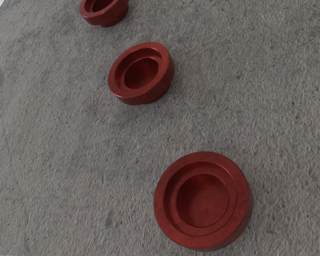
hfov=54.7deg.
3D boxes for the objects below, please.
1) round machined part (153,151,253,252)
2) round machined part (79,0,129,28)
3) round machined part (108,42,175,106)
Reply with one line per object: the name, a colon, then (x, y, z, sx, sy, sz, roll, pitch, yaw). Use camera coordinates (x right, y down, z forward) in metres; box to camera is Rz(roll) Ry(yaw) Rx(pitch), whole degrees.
round machined part: (0.046, 0.077, 0.321, 0.098, 0.042, 0.098, -13, 56, 21)
round machined part: (-0.099, -0.231, 0.587, 0.098, 0.042, 0.098, -13, 56, 21)
round machined part: (-0.023, -0.074, 0.450, 0.098, 0.042, 0.098, -13, 56, 21)
